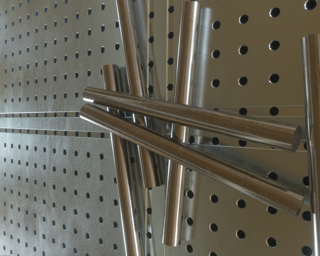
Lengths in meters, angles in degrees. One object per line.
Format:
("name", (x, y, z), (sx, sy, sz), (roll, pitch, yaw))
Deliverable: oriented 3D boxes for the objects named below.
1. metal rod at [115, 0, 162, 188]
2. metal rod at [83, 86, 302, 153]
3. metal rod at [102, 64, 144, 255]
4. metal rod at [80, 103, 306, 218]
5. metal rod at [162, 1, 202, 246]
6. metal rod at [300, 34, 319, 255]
("metal rod", (-0.033, -0.067, 0.437), (0.025, 0.025, 0.299), (-15, 80, 39))
("metal rod", (0.008, -0.020, 0.369), (0.300, 0.025, 0.025), (15, 100, 39))
("metal rod", (-0.054, 0.054, 0.455), (0.025, 0.025, 0.299), (-14, 81, 39))
("metal rod", (0.013, 0.024, 0.366), (0.300, 0.025, 0.025), (22, 104, 32))
("metal rod", (0.026, -0.002, 0.388), (0.025, 0.025, 0.298), (8, 95, 40))
("metal rod", (0.151, 0.065, 0.284), (0.025, 0.025, 0.298), (-4, 87, 40))
